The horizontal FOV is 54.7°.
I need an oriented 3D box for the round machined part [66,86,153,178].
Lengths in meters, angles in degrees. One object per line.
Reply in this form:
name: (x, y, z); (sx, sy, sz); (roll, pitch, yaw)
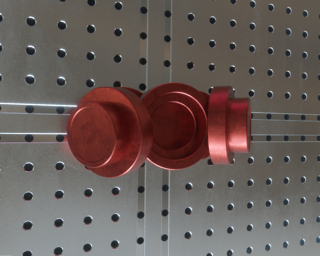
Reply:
round machined part: (-0.060, 0.005, 0.328); (0.042, 0.098, 0.097); (-9, 94, -58)

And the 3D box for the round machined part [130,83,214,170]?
round machined part: (0.011, -0.002, 0.363); (0.099, 0.042, 0.097); (0, 90, -21)

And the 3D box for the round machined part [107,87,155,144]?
round machined part: (-0.045, -0.003, 0.387); (0.099, 0.042, 0.097); (0, 90, -21)

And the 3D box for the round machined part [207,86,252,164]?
round machined part: (0.089, -0.004, 0.384); (0.042, 0.098, 0.097); (0, 90, 20)

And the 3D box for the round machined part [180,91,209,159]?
round machined part: (0.047, -0.003, 0.422); (0.099, 0.042, 0.097); (0, 90, -21)
